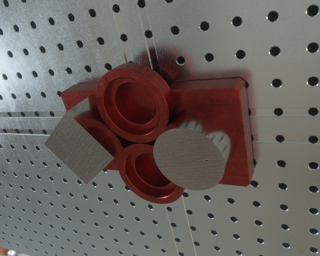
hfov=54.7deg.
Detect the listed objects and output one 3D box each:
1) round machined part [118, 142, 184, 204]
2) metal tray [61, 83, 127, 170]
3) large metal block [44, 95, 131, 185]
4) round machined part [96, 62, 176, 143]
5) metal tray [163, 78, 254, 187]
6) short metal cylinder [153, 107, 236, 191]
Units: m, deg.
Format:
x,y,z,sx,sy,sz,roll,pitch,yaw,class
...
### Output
x,y,z,sx,sy,sz,roll,pitch,yaw,class
-0.005,0.052,0.423,0.098,0.042,0.097,13,124,21,round machined part
-0.080,0.000,0.450,0.090,0.030,0.129,0,119,27,metal tray
-0.096,0.017,0.417,0.080,0.050,0.080,45,129,-3,large metal block
-0.026,-0.034,0.381,0.098,0.042,0.097,13,124,21,round machined part
0.061,0.007,0.378,0.090,0.030,0.129,1,119,28,metal tray
0.040,0.023,0.348,0.080,0.050,0.079,13,124,21,short metal cylinder
